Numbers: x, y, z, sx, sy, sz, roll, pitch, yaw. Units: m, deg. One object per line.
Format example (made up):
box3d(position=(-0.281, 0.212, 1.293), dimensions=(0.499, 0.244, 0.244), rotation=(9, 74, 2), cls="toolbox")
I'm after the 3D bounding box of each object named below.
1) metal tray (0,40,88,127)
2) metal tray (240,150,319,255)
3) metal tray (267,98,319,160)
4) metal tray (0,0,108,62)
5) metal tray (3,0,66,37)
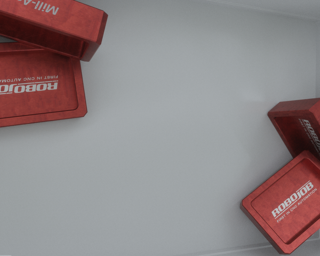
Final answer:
box3d(position=(-0.155, -0.049, 0.350), dimensions=(0.131, 0.030, 0.089), rotation=(-9, 93, -20), cls="metal tray")
box3d(position=(0.194, 0.105, 0.445), dimensions=(0.130, 0.030, 0.090), rotation=(-36, 66, -9), cls="metal tray")
box3d(position=(0.228, 0.019, 0.459), dimensions=(0.030, 0.090, 0.130), rotation=(-38, 102, -16), cls="metal tray")
box3d(position=(-0.124, -0.104, 0.297), dimensions=(0.131, 0.090, 0.030), rotation=(14, 86, -20), cls="metal tray")
box3d(position=(-0.157, -0.143, 0.318), dimensions=(0.131, 0.089, 0.030), rotation=(-1, 52, -20), cls="metal tray")
